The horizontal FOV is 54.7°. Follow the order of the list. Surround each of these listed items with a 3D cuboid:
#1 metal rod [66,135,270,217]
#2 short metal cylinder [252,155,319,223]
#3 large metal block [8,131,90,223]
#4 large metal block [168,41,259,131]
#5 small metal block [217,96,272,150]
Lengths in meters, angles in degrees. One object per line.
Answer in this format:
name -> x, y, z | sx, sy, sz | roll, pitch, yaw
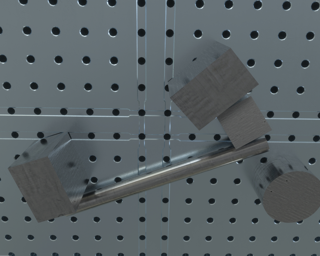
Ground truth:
metal rod -> 0.003, 0.069, 0.438 | 0.301, 0.025, 0.025 | -19, 109, 6
short metal cylinder -> 0.177, 0.084, 0.434 | 0.081, 0.050, 0.079 | 0, 110, -1
large metal block -> -0.139, 0.061, 0.405 | 0.050, 0.080, 0.080 | -17, 110, 6
large metal block -> 0.057, -0.053, 0.365 | 0.080, 0.080, 0.050 | -39, 106, 13
small metal block -> 0.108, -0.006, 0.403 | 0.050, 0.025, 0.050 | -31, 82, 10
